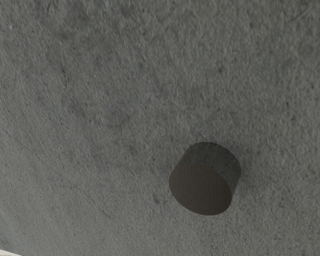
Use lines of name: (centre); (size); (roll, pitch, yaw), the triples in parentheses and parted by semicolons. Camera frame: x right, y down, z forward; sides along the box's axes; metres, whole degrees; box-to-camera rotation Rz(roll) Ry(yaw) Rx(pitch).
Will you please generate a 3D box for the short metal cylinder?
short metal cylinder: (0.058, 0.065, 0.399); (0.080, 0.050, 0.079); (13, 124, 20)
